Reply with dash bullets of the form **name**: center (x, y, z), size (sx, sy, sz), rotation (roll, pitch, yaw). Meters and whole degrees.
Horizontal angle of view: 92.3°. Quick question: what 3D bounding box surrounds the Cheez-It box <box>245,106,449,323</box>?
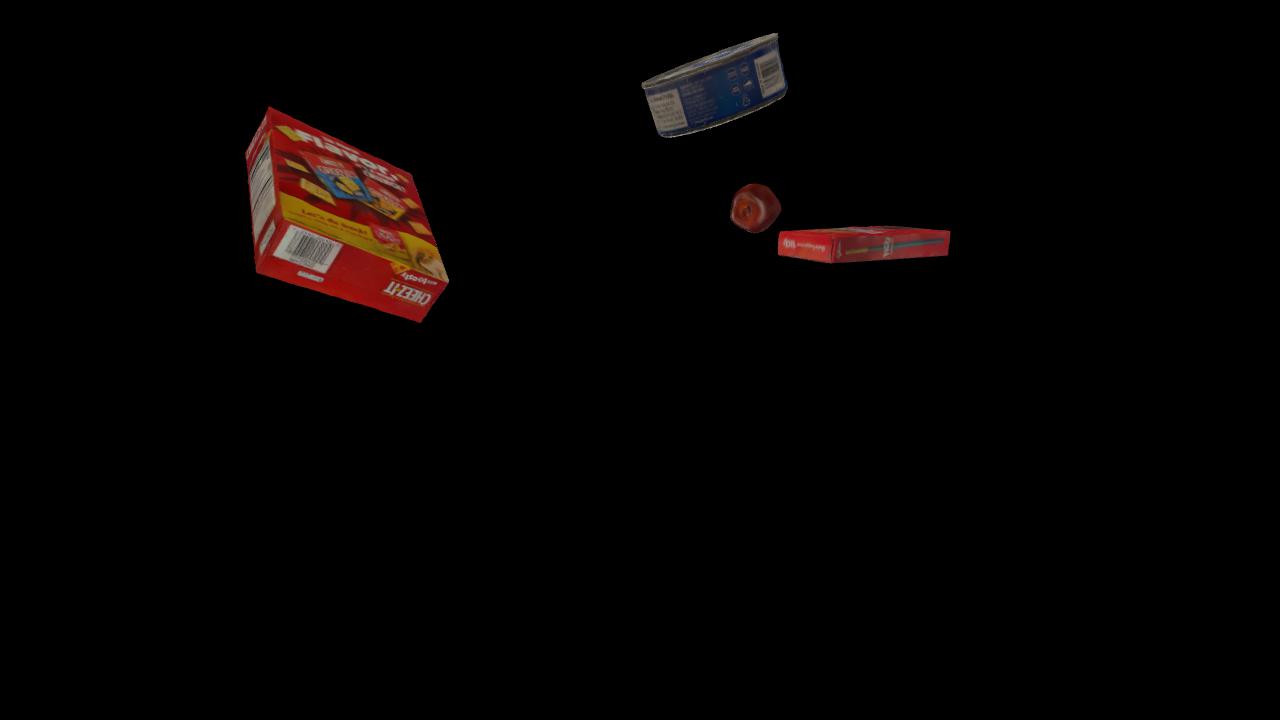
- **Cheez-It box**: center (-0.310, -0.153, 0.647), size (0.166, 0.223, 0.071), rotation (20, -59, -47)

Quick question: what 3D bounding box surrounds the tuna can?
- **tuna can**: center (0.046, -0.165, 0.373), size (0.084, 0.034, 0.084), rotation (-18, 26, 9)

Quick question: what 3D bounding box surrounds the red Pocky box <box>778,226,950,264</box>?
- **red Pocky box**: center (0.226, -0.118, 0.622), size (0.155, 0.028, 0.083), rotation (-8, 19, -24)

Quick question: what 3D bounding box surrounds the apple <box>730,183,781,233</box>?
- **apple**: center (0.188, -0.246, 0.995), size (0.079, 0.079, 0.093), rotation (0, 17, 30)
